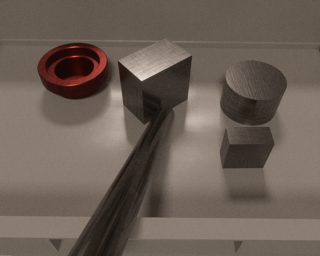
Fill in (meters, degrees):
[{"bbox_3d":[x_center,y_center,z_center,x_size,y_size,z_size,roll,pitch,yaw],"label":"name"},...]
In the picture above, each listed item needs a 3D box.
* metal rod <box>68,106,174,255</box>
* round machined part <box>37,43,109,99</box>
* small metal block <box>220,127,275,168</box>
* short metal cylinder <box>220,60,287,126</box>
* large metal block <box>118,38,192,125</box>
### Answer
[{"bbox_3d":[-0.014,0.026,0.283,0.025,0.025,0.301,8,18,6],"label":"metal rod"},{"bbox_3d":[-0.125,-0.080,0.460,0.099,0.042,0.098,0,50,0],"label":"round machined part"},{"bbox_3d":[0.102,0.024,0.370,0.050,0.050,0.025,0,50,-1],"label":"small metal block"},{"bbox_3d":[0.128,-0.049,0.432,0.081,0.050,0.080,0,50,0],"label":"short metal cylinder"},{"bbox_3d":[-0.006,-0.064,0.423,0.081,0.080,0.050,-32,57,-24],"label":"large metal block"}]
